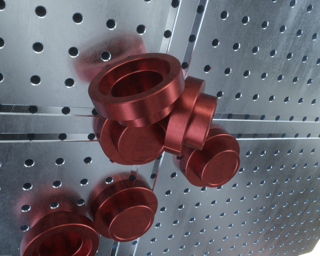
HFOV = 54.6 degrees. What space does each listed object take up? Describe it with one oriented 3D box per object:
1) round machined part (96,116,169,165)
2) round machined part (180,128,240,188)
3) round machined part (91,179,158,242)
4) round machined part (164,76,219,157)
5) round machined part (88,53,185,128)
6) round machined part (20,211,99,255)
[{"bbox_3d":[-0.026,0.007,0.390,0.099,0.042,0.097,-14,124,-21],"label":"round machined part"},{"bbox_3d":[0.083,0.053,0.477,0.099,0.042,0.097,-14,124,-21],"label":"round machined part"},{"bbox_3d":[-0.047,0.126,0.452,0.099,0.042,0.097,-14,124,-21],"label":"round machined part"},{"bbox_3d":[0.041,-0.011,0.378,0.042,0.098,0.097,18,116,10],"label":"round machined part"},{"bbox_3d":[-0.022,-0.038,0.329,0.099,0.098,0.042,-26,128,-12],"label":"round machined part"},{"bbox_3d":[-0.136,0.152,0.420,0.099,0.042,0.097,-14,124,-21],"label":"round machined part"}]
